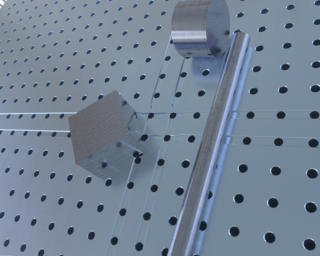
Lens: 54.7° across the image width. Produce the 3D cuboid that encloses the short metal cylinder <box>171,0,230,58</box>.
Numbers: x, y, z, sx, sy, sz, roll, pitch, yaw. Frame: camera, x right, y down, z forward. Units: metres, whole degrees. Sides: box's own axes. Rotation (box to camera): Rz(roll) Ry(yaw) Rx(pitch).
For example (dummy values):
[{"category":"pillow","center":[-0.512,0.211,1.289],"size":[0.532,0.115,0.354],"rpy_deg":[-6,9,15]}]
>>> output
[{"category":"short metal cylinder","center":[0.058,-0.138,0.428],"size":[0.050,0.080,0.080],"rpy_deg":[9,66,32]}]

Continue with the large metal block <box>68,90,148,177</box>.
[{"category":"large metal block","center":[-0.073,0.008,0.426],"size":[0.080,0.050,0.080],"rpy_deg":[-29,52,9]}]

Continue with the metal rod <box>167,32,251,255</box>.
[{"category":"metal rod","center":[0.064,0.008,0.369],"size":[0.025,0.025,0.300],"rpy_deg":[6,64,31]}]
